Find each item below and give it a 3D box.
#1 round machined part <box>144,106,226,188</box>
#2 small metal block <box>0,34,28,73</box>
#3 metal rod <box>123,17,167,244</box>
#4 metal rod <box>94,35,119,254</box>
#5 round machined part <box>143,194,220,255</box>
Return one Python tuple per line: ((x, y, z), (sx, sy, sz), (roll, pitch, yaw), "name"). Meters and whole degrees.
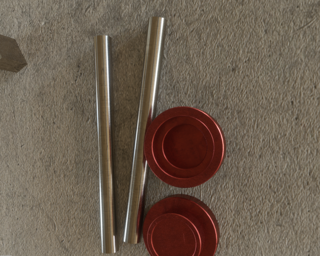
((0.033, 0.023, 0.388), (0.098, 0.042, 0.097), (0, 90, 20), "round machined part")
((-0.244, -0.117, 0.482), (0.025, 0.050, 0.050), (-33, 80, 17), "small metal block")
((-0.021, 0.005, 0.416), (0.025, 0.025, 0.298), (8, 93, 20), "metal rod")
((-0.075, 0.022, 0.435), (0.025, 0.025, 0.298), (-2, 89, 20), "metal rod")
((0.023, 0.136, 0.392), (0.098, 0.042, 0.097), (0, 90, 20), "round machined part")
